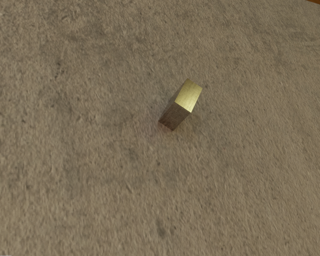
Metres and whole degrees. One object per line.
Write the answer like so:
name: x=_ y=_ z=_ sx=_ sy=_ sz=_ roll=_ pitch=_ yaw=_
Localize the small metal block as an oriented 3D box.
small metal block: x=0.027 y=-0.031 z=0.421 sx=0.025 sy=0.050 sz=0.050 roll=34 pitch=51 yaw=-6
